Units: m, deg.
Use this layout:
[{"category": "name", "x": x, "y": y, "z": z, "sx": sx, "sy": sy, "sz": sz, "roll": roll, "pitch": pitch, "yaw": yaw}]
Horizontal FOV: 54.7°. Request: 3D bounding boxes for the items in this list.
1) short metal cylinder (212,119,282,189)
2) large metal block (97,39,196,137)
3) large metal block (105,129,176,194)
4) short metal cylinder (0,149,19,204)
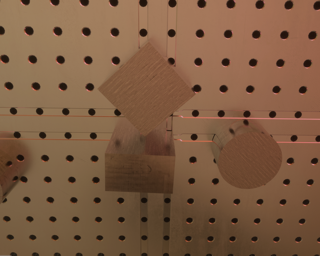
[{"category": "short metal cylinder", "x": 0.113, "y": 0.034, "z": 0.413, "sx": 0.081, "sy": 0.050, "sz": 0.079, "roll": 0, "pitch": 110, "yaw": 0}, {"category": "large metal block", "x": -0.015, "y": -0.051, "z": 0.381, "sx": 0.080, "sy": 0.050, "sz": 0.080, "roll": -40, "pitch": 106, "yaw": 13}, {"category": "large metal block", "x": -0.024, "y": 0.040, "z": 0.398, "sx": 0.081, "sy": 0.080, "sz": 0.050, "roll": 3, "pitch": 110, "yaw": -1}, {"category": "short metal cylinder", "x": -0.245, "y": 0.071, "z": 0.424, "sx": 0.081, "sy": 0.050, "sz": 0.079, "roll": 0, "pitch": 110, "yaw": 0}]
